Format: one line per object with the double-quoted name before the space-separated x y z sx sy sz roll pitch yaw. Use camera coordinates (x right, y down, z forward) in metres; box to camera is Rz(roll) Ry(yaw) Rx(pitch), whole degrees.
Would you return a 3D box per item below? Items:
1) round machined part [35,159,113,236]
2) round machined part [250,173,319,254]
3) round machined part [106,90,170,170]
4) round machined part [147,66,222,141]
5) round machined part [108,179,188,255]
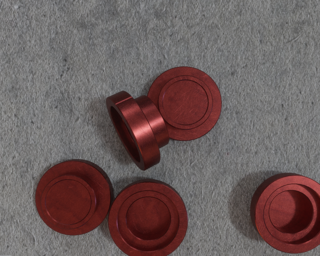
"round machined part" -0.113 0.091 0.401 0.099 0.042 0.097 0 90 0
"round machined part" 0.166 0.107 0.403 0.099 0.042 0.097 0 90 0
"round machined part" -0.024 -0.001 0.375 0.042 0.098 0.098 -27 90 -16
"round machined part" 0.031 -0.031 0.402 0.099 0.042 0.097 0 90 0
"round machined part" -0.014 0.114 0.401 0.099 0.042 0.097 0 90 0
